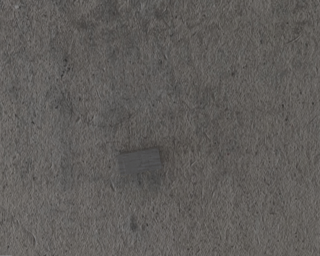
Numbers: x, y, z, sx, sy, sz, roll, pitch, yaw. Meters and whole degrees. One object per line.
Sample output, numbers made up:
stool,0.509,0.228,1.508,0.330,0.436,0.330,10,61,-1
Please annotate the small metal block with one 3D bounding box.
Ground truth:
small metal block,-0.025,0.041,0.397,0.050,0.050,0.025,-10,90,0
